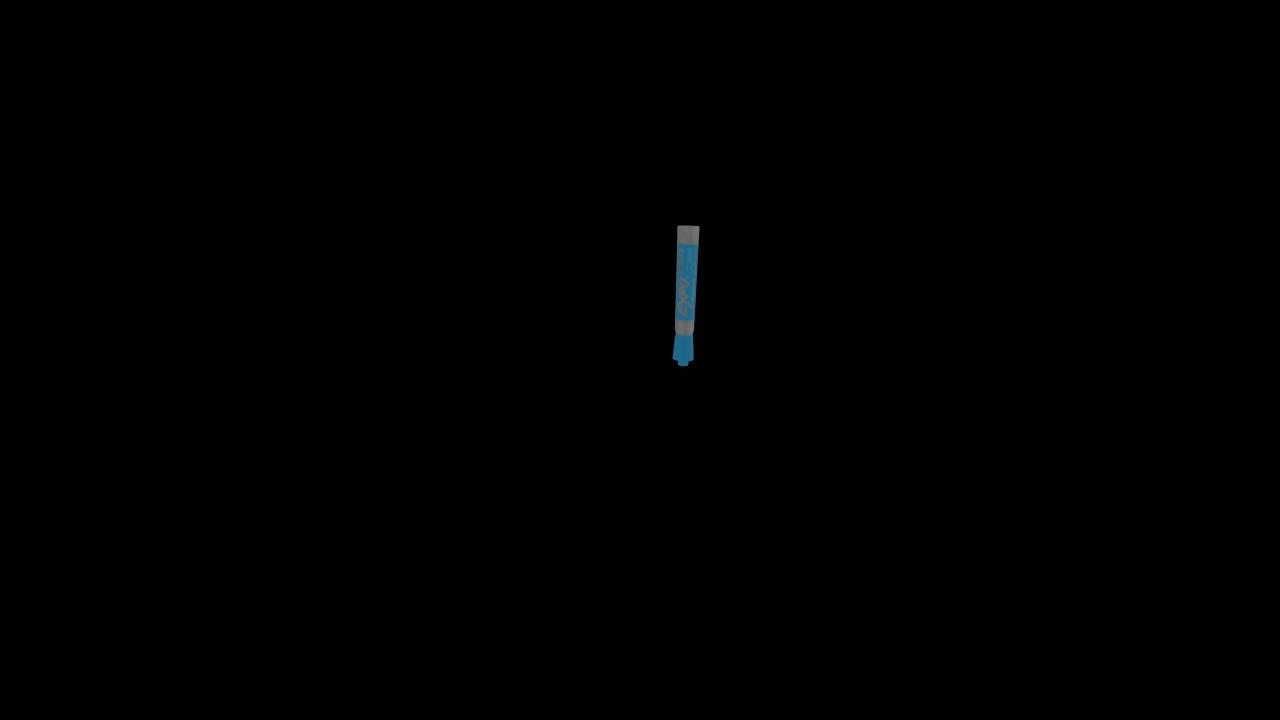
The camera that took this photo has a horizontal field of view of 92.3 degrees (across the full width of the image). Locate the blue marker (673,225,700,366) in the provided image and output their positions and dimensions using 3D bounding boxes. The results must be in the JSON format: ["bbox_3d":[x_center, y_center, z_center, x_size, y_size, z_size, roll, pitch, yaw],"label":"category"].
[{"bbox_3d":[0.039,-0.054,0.530,0.020,0.121,0.020,1,14,0],"label":"blue marker"}]
